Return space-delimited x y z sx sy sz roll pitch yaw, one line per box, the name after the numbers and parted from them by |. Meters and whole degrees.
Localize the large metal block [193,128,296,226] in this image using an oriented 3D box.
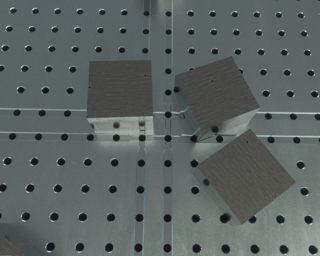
0.099 0.061 0.377 0.080 0.050 0.080 -33 74 -12 | large metal block

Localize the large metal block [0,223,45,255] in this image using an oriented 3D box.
-0.178 0.162 0.337 0.080 0.050 0.080 36 74 11 | large metal block

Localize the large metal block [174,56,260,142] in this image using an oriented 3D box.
0.072 -0.038 0.413 0.080 0.050 0.080 -20 72 -8 | large metal block

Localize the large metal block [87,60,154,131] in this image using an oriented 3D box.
-0.050 -0.042 0.413 0.081 0.050 0.080 -2 70 -1 | large metal block
